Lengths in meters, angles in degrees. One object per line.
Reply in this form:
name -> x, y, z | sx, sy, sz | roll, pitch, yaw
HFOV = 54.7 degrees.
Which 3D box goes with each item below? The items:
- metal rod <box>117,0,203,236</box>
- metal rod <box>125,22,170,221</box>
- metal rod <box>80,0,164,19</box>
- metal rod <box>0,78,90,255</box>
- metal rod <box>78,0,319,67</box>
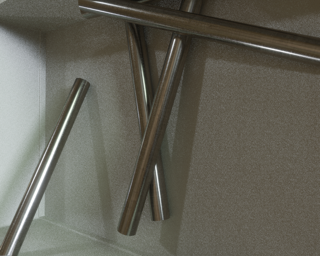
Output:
metal rod -> -0.002, -0.012, 0.383 | 0.025, 0.025, 0.298 | 19, 95, 38
metal rod -> -0.020, -0.028, 0.421 | 0.025, 0.025, 0.298 | -13, 82, 39
metal rod -> 0.017, -0.169, 0.367 | 0.300, 0.025, 0.025 | 1, 91, 34
metal rod -> -0.171, 0.058, 0.462 | 0.025, 0.025, 0.299 | 1, 65, 39
metal rod -> 0.026, -0.118, 0.348 | 0.300, 0.025, 0.025 | 22, 104, 26
